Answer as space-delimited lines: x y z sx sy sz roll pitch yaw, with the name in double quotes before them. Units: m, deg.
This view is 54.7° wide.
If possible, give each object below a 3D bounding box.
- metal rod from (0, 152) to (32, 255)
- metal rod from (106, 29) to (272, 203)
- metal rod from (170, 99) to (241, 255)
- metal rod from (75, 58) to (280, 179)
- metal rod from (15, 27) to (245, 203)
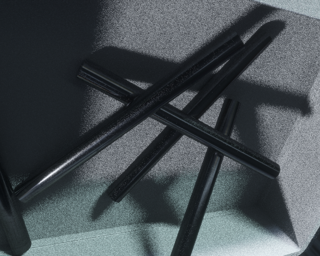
"metal rod" -0.182 0.029 0.327 0.025 0.025 0.298 -14 125 -21
"metal rod" 0.037 -0.014 0.422 0.300 0.025 0.025 -47 130 4
"metal rod" 0.053 0.100 0.420 0.025 0.025 0.299 30 76 -38
"metal rod" 0.039 -0.001 0.386 0.301 0.025 0.025 27 104 -23
"metal rod" -0.043 -0.005 0.338 0.300 0.025 0.025 -35 131 12
